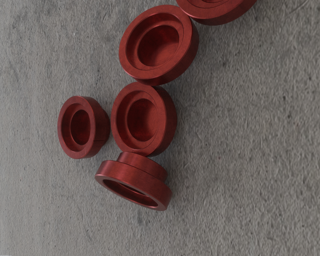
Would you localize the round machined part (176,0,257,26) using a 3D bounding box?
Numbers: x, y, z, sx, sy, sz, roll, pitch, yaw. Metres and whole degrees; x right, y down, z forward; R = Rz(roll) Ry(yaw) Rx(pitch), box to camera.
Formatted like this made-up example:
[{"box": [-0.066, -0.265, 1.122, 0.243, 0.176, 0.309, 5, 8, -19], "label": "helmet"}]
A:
[{"box": [0.067, -0.157, 0.333, 0.098, 0.042, 0.097, -4, 82, 33], "label": "round machined part"}]

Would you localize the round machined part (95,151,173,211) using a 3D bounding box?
[{"box": [-0.029, 0.065, 0.394, 0.098, 0.098, 0.042, 3, 58, 40], "label": "round machined part"}]

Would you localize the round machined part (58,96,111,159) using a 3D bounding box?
[{"box": [-0.116, -0.001, 0.490, 0.098, 0.042, 0.097, 0, 90, 40], "label": "round machined part"}]

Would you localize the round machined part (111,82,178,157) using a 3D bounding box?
[{"box": [-0.016, -0.010, 0.408, 0.098, 0.042, 0.097, 0, 90, 40], "label": "round machined part"}]

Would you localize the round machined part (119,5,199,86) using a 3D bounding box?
[{"box": [0.002, -0.096, 0.379, 0.098, 0.042, 0.098, -9, 69, 25], "label": "round machined part"}]
